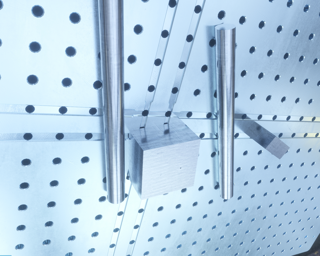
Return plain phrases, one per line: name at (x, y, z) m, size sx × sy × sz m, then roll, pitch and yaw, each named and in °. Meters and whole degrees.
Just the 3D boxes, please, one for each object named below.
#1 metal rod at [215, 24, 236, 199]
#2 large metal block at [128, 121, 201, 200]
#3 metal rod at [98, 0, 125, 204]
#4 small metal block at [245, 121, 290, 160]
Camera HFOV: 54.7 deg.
metal rod at (0.099, -0.003, 0.465) m, size 0.025 × 0.025 × 0.298 m, roll -21°, pitch 127°, yaw -16°
large metal block at (0.004, 0.043, 0.425) m, size 0.081 × 0.050 × 0.079 m, roll -10°, pitch 123°, yaw -23°
metal rod at (-0.054, -0.029, 0.364) m, size 0.025 × 0.025 × 0.298 m, roll -11°, pitch 123°, yaw -23°
small metal block at (0.175, 0.020, 0.506) m, size 0.050 × 0.050 × 0.025 m, roll 30°, pitch 102°, yaw -38°
